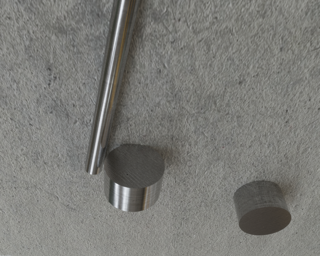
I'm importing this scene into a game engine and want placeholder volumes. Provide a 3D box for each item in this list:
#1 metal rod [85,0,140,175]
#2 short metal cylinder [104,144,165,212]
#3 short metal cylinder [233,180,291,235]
[{"bbox_3d":[-0.059,-0.050,0.363,0.025,0.025,0.298,12,129,-10],"label":"metal rod"},{"bbox_3d":[-0.037,0.068,0.428,0.081,0.080,0.050,5,130,-5],"label":"short metal cylinder"},{"bbox_3d":[0.164,0.131,0.504,0.081,0.050,0.079,0,130,0],"label":"short metal cylinder"}]
